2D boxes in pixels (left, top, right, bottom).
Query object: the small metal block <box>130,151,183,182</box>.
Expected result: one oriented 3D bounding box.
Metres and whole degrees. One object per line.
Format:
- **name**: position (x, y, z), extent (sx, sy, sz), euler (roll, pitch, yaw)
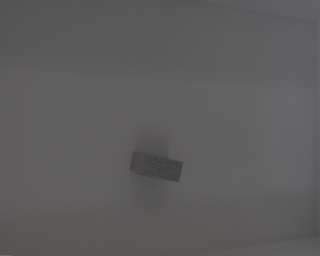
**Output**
- **small metal block**: position (-0.006, 0.049, 0.395), extent (0.050, 0.050, 0.025), euler (13, 86, -20)
